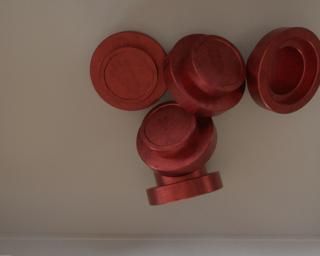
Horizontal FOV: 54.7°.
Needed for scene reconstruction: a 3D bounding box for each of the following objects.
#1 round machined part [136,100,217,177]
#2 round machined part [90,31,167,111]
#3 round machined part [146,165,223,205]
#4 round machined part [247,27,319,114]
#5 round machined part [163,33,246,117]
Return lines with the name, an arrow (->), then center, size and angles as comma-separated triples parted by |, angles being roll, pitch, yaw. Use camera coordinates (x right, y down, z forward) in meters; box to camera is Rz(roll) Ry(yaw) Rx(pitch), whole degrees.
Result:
round machined part -> 0.016, 0.006, 0.372 | 0.098, 0.098, 0.042 | -25, 142, 8
round machined part -> -0.036, -0.067, 0.377 | 0.099, 0.042, 0.097 | 0, 110, -1
round machined part -> 0.029, 0.068, 0.405 | 0.098, 0.098, 0.042 | -15, 81, 5
round machined part -> 0.142, -0.069, 0.367 | 0.099, 0.042, 0.097 | -8, 109, -22
round machined part -> 0.057, -0.065, 0.350 | 0.099, 0.042, 0.098 | 8, 69, -21
